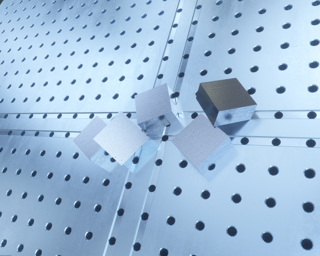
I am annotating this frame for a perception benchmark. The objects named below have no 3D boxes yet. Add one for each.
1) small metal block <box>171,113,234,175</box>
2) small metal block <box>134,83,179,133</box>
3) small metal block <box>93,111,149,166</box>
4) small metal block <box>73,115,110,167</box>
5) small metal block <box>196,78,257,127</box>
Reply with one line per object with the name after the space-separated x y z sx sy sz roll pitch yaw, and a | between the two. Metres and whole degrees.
0.050 0.018 0.370 0.050 0.025 0.050 -43 51 -2 | small metal block
-0.005 -0.028 0.427 0.050 0.025 0.050 -20 54 16 | small metal block
-0.051 0.012 0.407 0.050 0.050 0.025 -45 10 -4 | small metal block
-0.088 0.018 0.442 0.050 0.025 0.050 -47 52 -5 | small metal block
0.078 -0.032 0.371 0.050 0.025 0.050 -11 50 -18 | small metal block
